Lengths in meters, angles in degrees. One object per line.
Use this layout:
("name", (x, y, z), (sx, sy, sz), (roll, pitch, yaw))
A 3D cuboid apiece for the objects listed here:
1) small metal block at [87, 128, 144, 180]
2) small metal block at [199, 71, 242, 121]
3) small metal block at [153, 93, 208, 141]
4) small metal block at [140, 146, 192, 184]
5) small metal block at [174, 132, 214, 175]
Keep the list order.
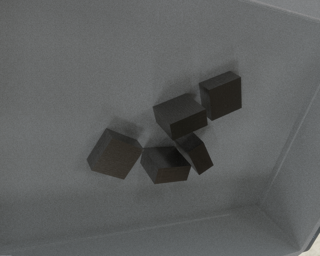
("small metal block", (-0.058, 0.034, 0.400), (0.050, 0.025, 0.050), (24, 105, -37))
("small metal block", (0.084, -0.045, 0.429), (0.050, 0.025, 0.050), (-23, 127, -15))
("small metal block", (0.026, -0.016, 0.398), (0.050, 0.050, 0.025), (-23, 127, -15))
("small metal block", (0.007, 0.050, 0.429), (0.050, 0.050, 0.025), (-1, 119, -28))
("small metal block", (0.045, 0.031, 0.438), (0.025, 0.050, 0.050), (-34, 129, -6))
